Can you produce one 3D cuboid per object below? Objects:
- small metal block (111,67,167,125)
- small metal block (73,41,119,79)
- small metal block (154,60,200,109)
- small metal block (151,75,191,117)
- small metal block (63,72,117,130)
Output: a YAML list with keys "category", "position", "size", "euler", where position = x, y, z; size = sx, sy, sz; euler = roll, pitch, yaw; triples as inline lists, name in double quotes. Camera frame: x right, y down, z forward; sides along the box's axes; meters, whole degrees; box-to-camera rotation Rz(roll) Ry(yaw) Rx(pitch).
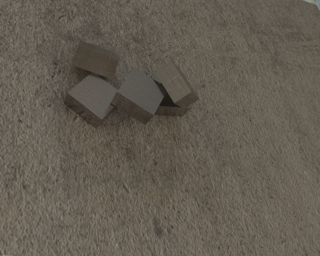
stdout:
- category: "small metal block"
  position: [-0.025, -0.040, 0.384]
  size: [0.050, 0.025, 0.050]
  euler: [33, 51, -7]
- category: "small metal block"
  position: [-0.083, -0.089, 0.401]
  size: [0.050, 0.025, 0.050]
  euler: [17, 18, -19]
- category: "small metal block"
  position: [0.023, -0.056, 0.405]
  size: [0.050, 0.025, 0.050]
  euler: [59, 13, 14]
- category: "small metal block"
  position: [0.010, -0.044, 0.440]
  size: [0.050, 0.025, 0.050]
  euler: [2, 61, -28]
- category: "small metal block"
  position: [-0.081, -0.035, 0.384]
  size: [0.050, 0.025, 0.050]
  euler: [39, 51, -3]
